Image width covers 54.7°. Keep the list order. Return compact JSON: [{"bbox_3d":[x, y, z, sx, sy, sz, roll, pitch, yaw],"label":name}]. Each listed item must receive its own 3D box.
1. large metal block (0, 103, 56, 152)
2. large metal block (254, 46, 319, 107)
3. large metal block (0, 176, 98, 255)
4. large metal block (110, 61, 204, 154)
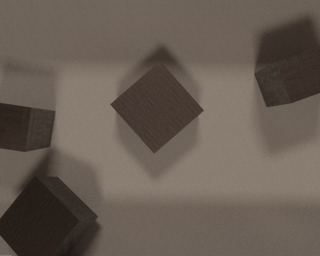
[{"bbox_3d":[-0.186,-0.004,0.381,0.081,0.080,0.050,9,90,-1],"label":"large metal block"},{"bbox_3d":[0.176,-0.065,0.386,0.080,0.080,0.050,-20,90,0],"label":"large metal block"},{"bbox_3d":[-0.140,0.117,0.386,0.080,0.050,0.080,38,89,17],"label":"large metal block"},{"bbox_3d":[-0.003,-0.025,0.399,0.080,0.050,0.080,-41,91,0],"label":"large metal block"}]
